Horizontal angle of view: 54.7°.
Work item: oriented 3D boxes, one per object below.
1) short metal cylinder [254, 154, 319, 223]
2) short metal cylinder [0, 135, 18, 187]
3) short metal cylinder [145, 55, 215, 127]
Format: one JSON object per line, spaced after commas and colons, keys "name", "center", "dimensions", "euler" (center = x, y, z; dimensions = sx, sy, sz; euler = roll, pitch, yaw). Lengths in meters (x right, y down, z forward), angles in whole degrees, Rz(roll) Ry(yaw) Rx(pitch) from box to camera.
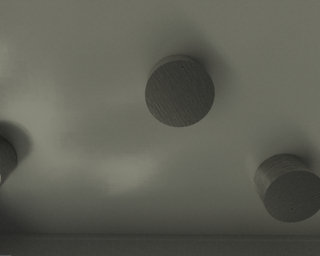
{"name": "short metal cylinder", "center": [0.177, 0.083, 0.430], "dimensions": [0.081, 0.050, 0.079], "euler": [0, 110, 0]}
{"name": "short metal cylinder", "center": [-0.242, 0.049, 0.414], "dimensions": [0.081, 0.050, 0.079], "euler": [0, 110, 0]}
{"name": "short metal cylinder", "center": [0.023, -0.047, 0.381], "dimensions": [0.081, 0.050, 0.079], "euler": [0, 110, 0]}
